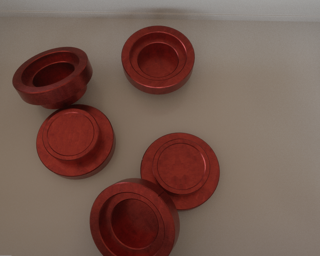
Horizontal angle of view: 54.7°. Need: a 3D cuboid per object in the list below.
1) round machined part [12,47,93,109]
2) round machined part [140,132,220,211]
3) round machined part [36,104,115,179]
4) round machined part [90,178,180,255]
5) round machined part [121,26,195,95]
[{"bbox_3d":[-0.136,-0.062,0.409,0.098,0.042,0.098,-7,45,7],"label":"round machined part"},{"bbox_3d":[0.025,0.051,0.382,0.099,0.042,0.098,0,70,-1],"label":"round machined part"},{"bbox_3d":[-0.108,0.014,0.394,0.099,0.042,0.098,0,70,-1],"label":"round machined part"},{"bbox_3d":[-0.025,0.104,0.348,0.098,0.042,0.097,1,94,18],"label":"round machined part"},{"bbox_3d":[-0.002,-0.090,0.434,0.099,0.042,0.098,0,70,-1],"label":"round machined part"}]
